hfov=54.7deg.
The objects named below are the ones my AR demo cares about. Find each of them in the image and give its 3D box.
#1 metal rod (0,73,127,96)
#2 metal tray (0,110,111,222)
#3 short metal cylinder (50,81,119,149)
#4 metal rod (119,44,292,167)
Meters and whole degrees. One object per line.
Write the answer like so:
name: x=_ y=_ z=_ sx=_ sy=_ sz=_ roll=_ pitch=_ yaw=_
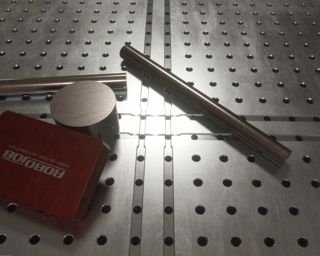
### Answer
metal rod: x=-0.201 y=-0.061 z=0.455 sx=0.302 sy=0.025 sz=0.025 roll=-4 pitch=50 yaw=-4
metal tray: x=-0.133 y=0.040 z=0.347 sx=0.131 sy=0.030 sz=0.090 roll=16 pitch=74 yaw=13
short metal cylinder: x=-0.096 y=-0.016 z=0.404 sx=0.081 sy=0.050 sz=0.080 roll=0 pitch=50 yaw=0
metal rod: x=0.048 y=-0.044 z=0.445 sx=0.025 sy=0.025 sz=0.300 roll=-37 pitch=59 yaw=-27
